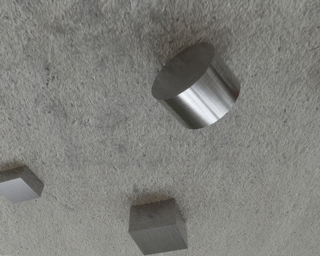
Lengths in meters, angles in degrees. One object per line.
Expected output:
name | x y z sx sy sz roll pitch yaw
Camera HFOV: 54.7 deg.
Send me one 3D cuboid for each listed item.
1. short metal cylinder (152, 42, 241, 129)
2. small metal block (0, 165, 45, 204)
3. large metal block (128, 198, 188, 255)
short metal cylinder | 0.038 -0.045 0.333 0.080 0.080 0.050 -31 124 23
small metal block | -0.218 0.088 0.479 0.050 0.025 0.050 -15 129 12
large metal block | -0.001 0.173 0.538 0.080 0.050 0.080 -13 129 10
